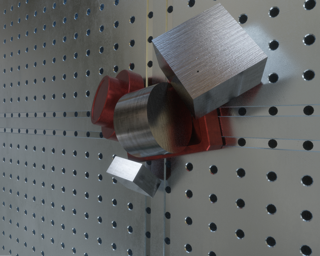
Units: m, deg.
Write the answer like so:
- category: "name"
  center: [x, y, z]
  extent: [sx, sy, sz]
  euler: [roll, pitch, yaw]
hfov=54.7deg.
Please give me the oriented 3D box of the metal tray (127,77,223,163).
- category: "metal tray"
  center: [0.009, -0.007, 0.395]
  extent: [0.130, 0.030, 0.090]
  euler: [-14, 81, 39]

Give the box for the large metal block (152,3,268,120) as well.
- category: "large metal block"
  center: [0.049, -0.068, 0.322]
  extent: [0.080, 0.050, 0.080]
  euler: [-30, 67, -3]

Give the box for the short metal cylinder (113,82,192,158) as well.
- category: "short metal cylinder"
  center: [-0.006, -0.008, 0.358]
  extent: [0.050, 0.081, 0.080]
  euler: [-11, 83, 39]

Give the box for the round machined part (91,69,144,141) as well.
- category: "round machined part"
  center: [-0.063, -0.033, 0.420]
  extent: [0.098, 0.042, 0.098]
  euler: [-40, 42, 50]

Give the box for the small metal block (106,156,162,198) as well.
- category: "small metal block"
  center: [-0.034, 0.065, 0.414]
  extent: [0.050, 0.050, 0.025]
  euler: [10, 63, 40]
